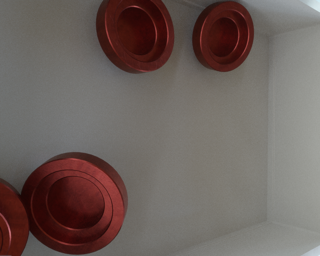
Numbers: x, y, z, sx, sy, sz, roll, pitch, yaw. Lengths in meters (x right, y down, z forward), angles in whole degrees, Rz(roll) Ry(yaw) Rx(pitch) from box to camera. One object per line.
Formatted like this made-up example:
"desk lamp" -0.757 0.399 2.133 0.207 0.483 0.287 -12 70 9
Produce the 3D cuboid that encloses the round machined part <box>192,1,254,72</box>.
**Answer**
"round machined part" 0.088 -0.135 0.459 0.099 0.042 0.097 -11 112 -27

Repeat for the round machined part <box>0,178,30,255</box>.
"round machined part" -0.159 0.087 0.250 0.099 0.042 0.097 -2 93 -27

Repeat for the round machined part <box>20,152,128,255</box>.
"round machined part" -0.081 0.070 0.307 0.099 0.042 0.097 1 102 3

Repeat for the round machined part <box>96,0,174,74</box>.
"round machined part" -0.033 -0.113 0.369 0.099 0.042 0.097 0 90 -40
